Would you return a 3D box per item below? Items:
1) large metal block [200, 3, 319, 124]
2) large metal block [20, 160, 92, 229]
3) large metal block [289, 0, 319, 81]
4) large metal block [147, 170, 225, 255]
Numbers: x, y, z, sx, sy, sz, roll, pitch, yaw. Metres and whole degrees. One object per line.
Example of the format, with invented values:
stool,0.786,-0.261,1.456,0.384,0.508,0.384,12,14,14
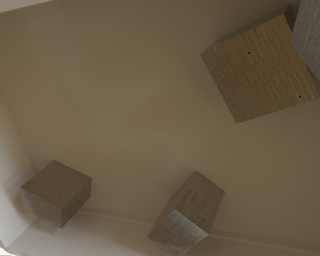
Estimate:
large metal block,0.100,-0.060,0.302,0.080,0.050,0.080,-20,108,35
large metal block,-0.176,0.111,0.532,0.080,0.080,0.050,22,127,14
large metal block,0.137,-0.063,0.203,0.050,0.080,0.080,-25,64,1
large metal block,0.037,0.118,0.426,0.050,0.080,0.080,37,129,3
